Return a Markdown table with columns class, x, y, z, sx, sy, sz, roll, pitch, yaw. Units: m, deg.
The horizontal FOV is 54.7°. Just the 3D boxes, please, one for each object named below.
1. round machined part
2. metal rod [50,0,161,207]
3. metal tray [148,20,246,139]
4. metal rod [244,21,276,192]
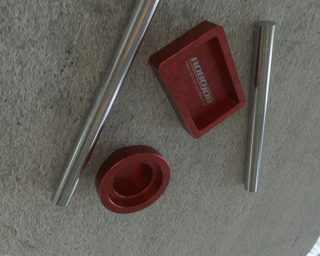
| class | x | y | z | sx | sy | sz | roll | pitch | yaw |
| --- | --- | --- | --- | --- | --- | --- | --- | --- | --- |
| round machined part | -0.039 | 0.063 | 0.415 | 0.099 | 0.042 | 0.097 | -14 | 125 | -21 |
| metal rod | -0.062 | -0.035 | 0.351 | 0.025 | 0.025 | 0.298 | 15 | 111 | -35 |
| metal tray | 0.053 | -0.057 | 0.398 | 0.090 | 0.030 | 0.130 | -35 | 129 | -5 |
| metal rod | 0.152 | -0.013 | 0.484 | 0.025 | 0.025 | 0.298 | -20 | 126 | -17 |
